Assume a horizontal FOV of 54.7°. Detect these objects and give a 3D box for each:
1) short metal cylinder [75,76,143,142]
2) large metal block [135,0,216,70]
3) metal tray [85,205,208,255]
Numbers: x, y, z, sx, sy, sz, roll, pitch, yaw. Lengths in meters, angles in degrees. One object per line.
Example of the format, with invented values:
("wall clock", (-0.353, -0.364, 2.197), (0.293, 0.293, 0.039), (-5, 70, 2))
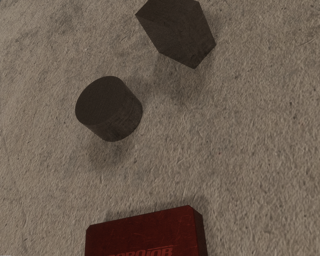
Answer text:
("short metal cylinder", (-0.072, -0.027, 0.440), (0.080, 0.050, 0.080), (-13, 56, 20))
("large metal block", (0.023, -0.139, 0.441), (0.050, 0.080, 0.080), (-49, 52, -6))
("metal tray", (-0.017, 0.139, 0.323), (0.130, 0.030, 0.090), (-16, 55, 18))
